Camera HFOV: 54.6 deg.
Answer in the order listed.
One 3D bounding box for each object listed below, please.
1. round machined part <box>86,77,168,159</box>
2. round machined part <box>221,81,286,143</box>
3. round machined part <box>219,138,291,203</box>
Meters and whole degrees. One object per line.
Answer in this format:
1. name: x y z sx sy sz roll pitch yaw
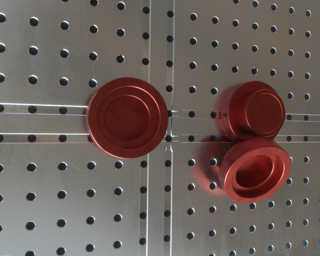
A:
1. round machined part: -0.043 -0.012 0.388 0.099 0.042 0.097 0 90 -20
2. round machined part: 0.143 -0.021 0.456 0.099 0.042 0.097 0 90 -20
3. round machined part: 0.128 0.055 0.436 0.099 0.042 0.097 -7 121 -12
